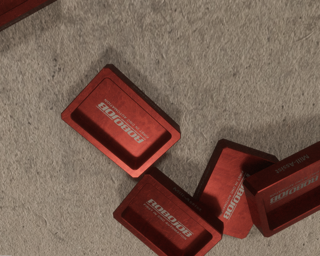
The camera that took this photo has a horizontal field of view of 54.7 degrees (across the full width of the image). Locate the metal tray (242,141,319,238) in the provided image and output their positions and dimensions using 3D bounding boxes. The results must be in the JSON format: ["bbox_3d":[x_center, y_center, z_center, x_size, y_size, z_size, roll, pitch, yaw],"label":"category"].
[{"bbox_3d":[0.182,0.081,0.413,0.131,0.030,0.090,-25,121,-6],"label":"metal tray"}]

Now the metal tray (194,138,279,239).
[{"bbox_3d":[0.104,0.089,0.441,0.091,0.030,0.129,18,109,-7],"label":"metal tray"}]

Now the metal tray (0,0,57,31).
[{"bbox_3d":[-0.193,-0.159,0.345,0.130,0.030,0.090,-25,109,8],"label":"metal tray"}]

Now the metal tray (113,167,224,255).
[{"bbox_3d":[0.011,0.128,0.431,0.130,0.030,0.090,39,111,4],"label":"metal tray"}]

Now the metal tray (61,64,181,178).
[{"bbox_3d":[-0.048,-0.007,0.403,0.130,0.030,0.090,42,104,-14],"label":"metal tray"}]
